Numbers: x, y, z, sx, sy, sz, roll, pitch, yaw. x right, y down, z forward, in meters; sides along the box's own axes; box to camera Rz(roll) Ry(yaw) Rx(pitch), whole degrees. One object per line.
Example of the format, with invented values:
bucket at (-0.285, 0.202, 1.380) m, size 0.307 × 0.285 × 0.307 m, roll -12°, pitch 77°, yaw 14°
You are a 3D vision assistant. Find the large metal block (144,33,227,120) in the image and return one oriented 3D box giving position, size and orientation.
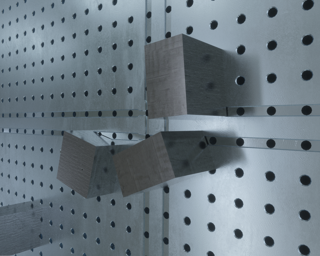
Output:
large metal block at (0.030, -0.051, 0.347) m, size 0.050 × 0.081 × 0.080 m, roll -5°, pitch 87°, yaw 39°

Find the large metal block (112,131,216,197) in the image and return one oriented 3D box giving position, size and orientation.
large metal block at (0.005, 0.041, 0.368) m, size 0.080 × 0.081 × 0.050 m, roll -28°, pitch 73°, yaw 36°

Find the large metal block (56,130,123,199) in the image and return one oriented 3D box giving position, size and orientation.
large metal block at (-0.111, 0.053, 0.482) m, size 0.080 × 0.050 × 0.079 m, roll 20°, pitch 102°, yaw 38°

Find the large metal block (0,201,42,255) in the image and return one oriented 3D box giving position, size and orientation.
large metal block at (-0.282, 0.195, 0.602) m, size 0.050 × 0.081 × 0.079 m, roll 7°, pitch 94°, yaw 39°
